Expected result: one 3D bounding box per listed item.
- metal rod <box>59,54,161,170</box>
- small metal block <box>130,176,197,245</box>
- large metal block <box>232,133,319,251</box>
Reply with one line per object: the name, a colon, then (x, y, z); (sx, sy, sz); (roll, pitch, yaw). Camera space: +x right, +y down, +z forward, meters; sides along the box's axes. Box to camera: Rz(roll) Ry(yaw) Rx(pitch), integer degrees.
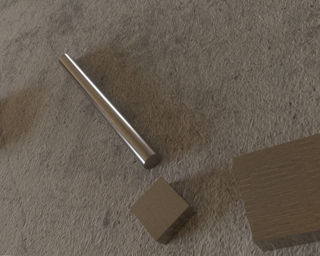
metal rod: (-0.091, -0.042, 0.475); (0.025, 0.025, 0.300); (-43, 51, -2)
small metal block: (0.003, 0.092, 0.345); (0.050, 0.025, 0.050); (-46, 51, -4)
large metal block: (0.121, 0.061, 0.287); (0.080, 0.050, 0.080); (-18, 55, 17)
